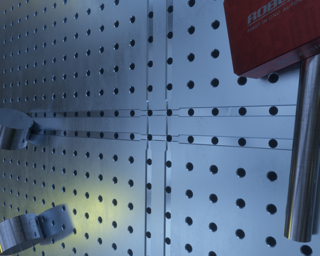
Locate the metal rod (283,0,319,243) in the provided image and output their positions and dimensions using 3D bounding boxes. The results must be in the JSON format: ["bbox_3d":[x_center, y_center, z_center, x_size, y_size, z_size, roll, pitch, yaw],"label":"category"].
[{"bbox_3d":[0.144,-0.043,0.290,0.025,0.025,0.298,7,95,40],"label":"metal rod"}]

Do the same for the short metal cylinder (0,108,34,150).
[{"bbox_3d":[-0.304,0.001,0.626,0.080,0.081,0.050,40,114,33],"label":"short metal cylinder"}]

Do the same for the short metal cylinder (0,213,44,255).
[{"bbox_3d":[-0.273,0.206,0.600,0.080,0.081,0.050,-41,65,32],"label":"short metal cylinder"}]

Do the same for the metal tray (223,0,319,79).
[{"bbox_3d":[0.119,-0.108,0.280,0.130,0.030,0.090,-22,70,54],"label":"metal tray"}]
